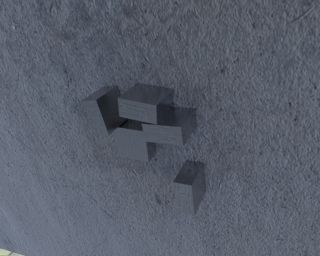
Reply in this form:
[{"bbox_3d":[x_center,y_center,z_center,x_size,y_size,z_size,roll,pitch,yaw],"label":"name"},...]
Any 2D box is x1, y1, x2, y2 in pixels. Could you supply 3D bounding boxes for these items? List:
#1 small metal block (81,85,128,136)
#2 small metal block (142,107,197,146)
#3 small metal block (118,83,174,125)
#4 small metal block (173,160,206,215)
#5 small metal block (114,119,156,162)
[{"bbox_3d":[-0.072,-0.024,0.414,0.025,0.050,0.050,-1,118,29],"label":"small metal block"},{"bbox_3d":[0.013,-0.004,0.381,0.050,0.050,0.025,6,121,25],"label":"small metal block"},{"bbox_3d":[-0.016,-0.031,0.380,0.050,0.050,0.025,13,124,21],"label":"small metal block"},{"bbox_3d":[0.041,0.079,0.418,0.025,0.050,0.050,6,121,25],"label":"small metal block"},{"bbox_3d":[-0.035,0.017,0.436,0.050,0.025,0.050,9,123,23],"label":"small metal block"}]
